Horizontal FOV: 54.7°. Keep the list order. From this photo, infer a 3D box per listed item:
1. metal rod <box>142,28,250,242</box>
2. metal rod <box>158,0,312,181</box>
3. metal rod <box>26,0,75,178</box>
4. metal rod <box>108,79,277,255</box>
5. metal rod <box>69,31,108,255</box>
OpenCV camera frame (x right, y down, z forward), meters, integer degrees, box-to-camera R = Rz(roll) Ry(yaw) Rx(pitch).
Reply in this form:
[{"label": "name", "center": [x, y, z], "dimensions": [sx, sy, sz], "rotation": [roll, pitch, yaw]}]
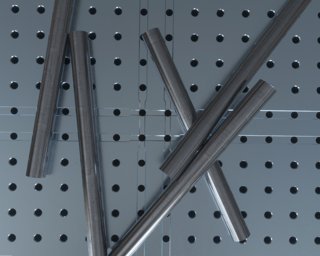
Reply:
[{"label": "metal rod", "center": [0.048, 0.009, 0.414], "dimensions": [0.025, 0.025, 0.299], "rotation": [-24, 90, 0]}, {"label": "metal rod", "center": [0.100, -0.060, 0.398], "dimensions": [0.025, 0.025, 0.300], "rotation": [38, 83, -1]}, {"label": "metal rod", "center": [-0.140, -0.083, 0.411], "dimensions": [0.025, 0.025, 0.298], "rotation": [9, 90, -1]}, {"label": "metal rod", "center": [0.035, 0.063, 0.393], "dimensions": [0.025, 0.025, 0.299], "rotation": [40, 98, -1]}, {"label": "metal rod", "center": [-0.095, 0.023, 0.412], "dimensions": [0.025, 0.025, 0.298], "rotation": [-5, 90, -1]}]
